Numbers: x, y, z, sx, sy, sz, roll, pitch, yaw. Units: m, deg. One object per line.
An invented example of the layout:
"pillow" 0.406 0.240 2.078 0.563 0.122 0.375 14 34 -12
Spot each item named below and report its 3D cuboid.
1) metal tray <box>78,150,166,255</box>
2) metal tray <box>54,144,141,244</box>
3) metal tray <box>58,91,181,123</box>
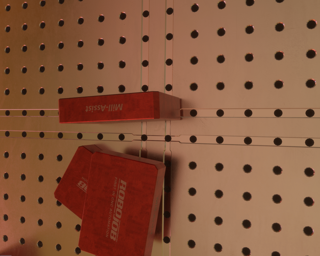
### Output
"metal tray" -0.049 0.100 0.394 0.090 0.030 0.129 10 93 19
"metal tray" -0.076 0.094 0.436 0.130 0.030 0.090 33 100 16
"metal tray" -0.048 -0.023 0.394 0.130 0.090 0.030 -2 90 19
